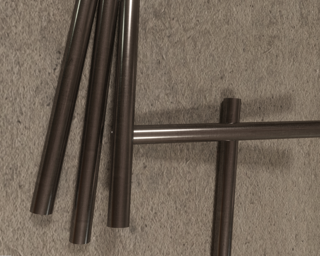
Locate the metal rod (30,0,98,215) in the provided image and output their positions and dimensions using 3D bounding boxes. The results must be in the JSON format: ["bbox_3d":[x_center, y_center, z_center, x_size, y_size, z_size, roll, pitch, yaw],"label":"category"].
[{"bbox_3d":[-0.109,-0.049,0.368,0.025,0.025,0.298,12,86,-20],"label":"metal rod"}]

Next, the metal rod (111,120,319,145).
[{"bbox_3d":[0.087,0.005,0.418,0.302,0.025,0.025,-2,91,-12],"label":"metal rod"}]

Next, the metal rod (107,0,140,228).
[{"bbox_3d":[-0.042,-0.037,0.372,0.025,0.025,0.298,5,80,-20],"label":"metal rod"}]

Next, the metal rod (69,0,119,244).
[{"bbox_3d":[-0.080,-0.012,0.379,0.025,0.025,0.298,7,88,-20],"label":"metal rod"}]

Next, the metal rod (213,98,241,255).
[{"bbox_3d":[0.094,0.107,0.445,0.025,0.025,0.298,5,89,-20],"label":"metal rod"}]
